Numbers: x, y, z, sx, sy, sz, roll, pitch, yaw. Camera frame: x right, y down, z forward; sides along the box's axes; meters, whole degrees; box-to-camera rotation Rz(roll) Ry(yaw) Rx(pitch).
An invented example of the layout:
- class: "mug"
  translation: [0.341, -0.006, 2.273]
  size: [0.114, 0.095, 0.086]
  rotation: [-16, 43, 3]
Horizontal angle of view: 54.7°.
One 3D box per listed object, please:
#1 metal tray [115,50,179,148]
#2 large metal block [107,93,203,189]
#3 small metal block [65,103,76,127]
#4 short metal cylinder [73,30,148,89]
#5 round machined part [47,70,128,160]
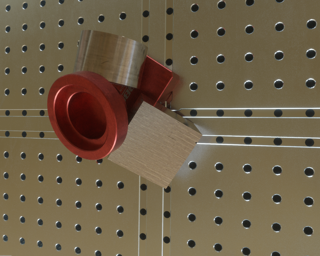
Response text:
- class: "metal tray"
  translation: [-0.046, -0.040, 0.426]
  size: [0.090, 0.030, 0.129]
  rotation: [36, 101, 16]
- class: "large metal block"
  translation: [-0.008, 0.015, 0.382]
  size: [0.080, 0.050, 0.080]
  rotation: [30, 101, -14]
- class: "small metal block"
  translation: [-0.105, -0.027, 0.402]
  size: [0.025, 0.050, 0.050]
  rotation: [20, 97, 18]
- class: "short metal cylinder"
  translation: [-0.059, -0.080, 0.371]
  size: [0.080, 0.080, 0.050]
  rotation: [14, 95, 19]
- class: "round machined part"
  translation: [-0.076, -0.017, 0.350]
  size: [0.098, 0.042, 0.097]
  rotation: [12, 116, 27]
